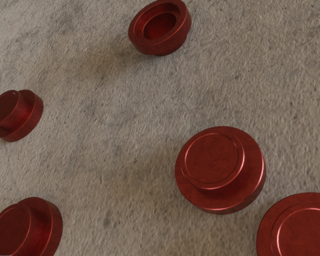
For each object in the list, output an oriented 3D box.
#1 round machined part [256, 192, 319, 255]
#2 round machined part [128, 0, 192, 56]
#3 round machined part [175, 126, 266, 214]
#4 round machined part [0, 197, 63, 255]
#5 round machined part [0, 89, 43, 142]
[{"bbox_3d":[0.132,0.101,0.262,0.098,0.042,0.098,-13,56,20],"label":"round machined part"},{"bbox_3d":[0.003,-0.152,0.483,0.098,0.042,0.098,-13,56,20],"label":"round machined part"},{"bbox_3d":[0.061,0.040,0.336,0.098,0.042,0.098,-13,56,20],"label":"round machined part"},{"bbox_3d":[-0.180,0.137,0.401,0.098,0.042,0.098,-13,56,20],"label":"round machined part"},{"bbox_3d":[-0.258,-0.028,0.543,0.098,0.042,0.098,-13,56,20],"label":"round machined part"}]
